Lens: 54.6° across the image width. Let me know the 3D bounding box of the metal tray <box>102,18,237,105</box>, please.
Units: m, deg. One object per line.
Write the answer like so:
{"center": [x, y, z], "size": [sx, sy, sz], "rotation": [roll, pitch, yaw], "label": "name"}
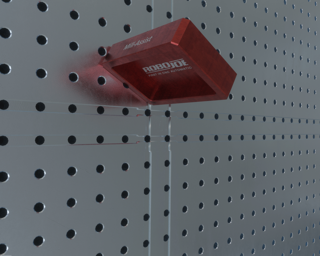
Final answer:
{"center": [0.006, -0.065, 0.345], "size": [0.090, 0.130, 0.030], "rotation": [38, 67, -34], "label": "metal tray"}
